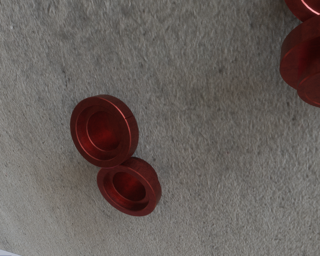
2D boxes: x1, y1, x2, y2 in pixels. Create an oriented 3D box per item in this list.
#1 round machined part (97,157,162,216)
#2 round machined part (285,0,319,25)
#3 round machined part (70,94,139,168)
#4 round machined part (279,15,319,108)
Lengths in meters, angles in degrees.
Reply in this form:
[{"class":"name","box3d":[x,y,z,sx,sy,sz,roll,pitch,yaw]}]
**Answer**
[{"class":"round machined part","box3d":[-0.042,0.082,0.467,0.098,0.042,0.097,13,125,20]},{"class":"round machined part","box3d":[0.147,-0.128,0.239,0.098,0.042,0.097,13,124,20]},{"class":"round machined part","box3d":[-0.071,0.002,0.423,0.098,0.042,0.097,8,108,25]},{"class":"round machined part","box3d":[0.151,-0.048,0.255,0.099,0.042,0.098,11,159,4]}]
